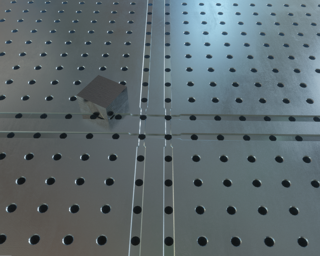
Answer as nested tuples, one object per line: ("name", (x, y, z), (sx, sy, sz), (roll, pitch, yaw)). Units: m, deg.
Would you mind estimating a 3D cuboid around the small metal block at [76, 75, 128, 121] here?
("small metal block", (-0.081, -0.044, 0.444), (0.050, 0.025, 0.050), (24, 54, 18))
